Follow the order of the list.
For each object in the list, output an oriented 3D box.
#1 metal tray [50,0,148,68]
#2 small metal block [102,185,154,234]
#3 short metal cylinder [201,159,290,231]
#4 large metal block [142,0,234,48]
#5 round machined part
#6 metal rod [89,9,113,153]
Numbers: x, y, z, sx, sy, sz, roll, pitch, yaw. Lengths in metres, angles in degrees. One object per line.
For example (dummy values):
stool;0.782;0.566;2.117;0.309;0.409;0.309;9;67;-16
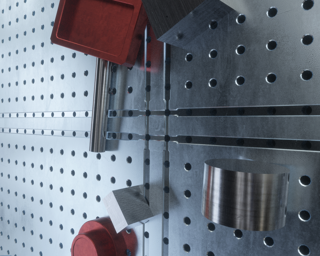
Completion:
metal tray;-0.088;-0.148;0.445;0.130;0.030;0.089;21;99;18
small metal block;-0.044;0.110;0.427;0.025;0.050;0.050;-44;64;31
short metal cylinder;0.083;0.061;0.304;0.080;0.081;0.050;6;94;39
large metal block;0.028;-0.156;0.369;0.080;0.050;0.080;-31;71;35
round machined part;-0.100;0.192;0.478;0.098;0.042;0.097;0;90;39
metal rod;-0.085;-0.111;0.476;0.025;0.025;0.298;9;96;39
